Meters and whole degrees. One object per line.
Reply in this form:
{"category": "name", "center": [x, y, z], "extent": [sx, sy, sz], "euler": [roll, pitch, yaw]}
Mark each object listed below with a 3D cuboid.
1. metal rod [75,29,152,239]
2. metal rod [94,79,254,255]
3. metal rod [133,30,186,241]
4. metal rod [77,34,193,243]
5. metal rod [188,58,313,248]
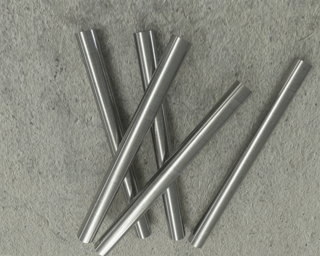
{"category": "metal rod", "center": [-0.056, 0.022, 0.417], "extent": [0.025, 0.025, 0.298], "euler": [-12, 110, 4]}
{"category": "metal rod", "center": [0.008, 0.062, 0.404], "extent": [0.025, 0.025, 0.299], "euler": [36, 106, -12]}
{"category": "metal rod", "center": [0.003, 0.024, 0.418], "extent": [0.025, 0.025, 0.298], "euler": [-8, 110, 3]}
{"category": "metal rod", "center": [-0.040, 0.027, 0.391], "extent": [0.025, 0.025, 0.298], "euler": [24, 108, -9]}
{"category": "metal rod", "center": [0.115, 0.046, 0.427], "extent": [0.025, 0.025, 0.298], "euler": [23, 108, -8]}
